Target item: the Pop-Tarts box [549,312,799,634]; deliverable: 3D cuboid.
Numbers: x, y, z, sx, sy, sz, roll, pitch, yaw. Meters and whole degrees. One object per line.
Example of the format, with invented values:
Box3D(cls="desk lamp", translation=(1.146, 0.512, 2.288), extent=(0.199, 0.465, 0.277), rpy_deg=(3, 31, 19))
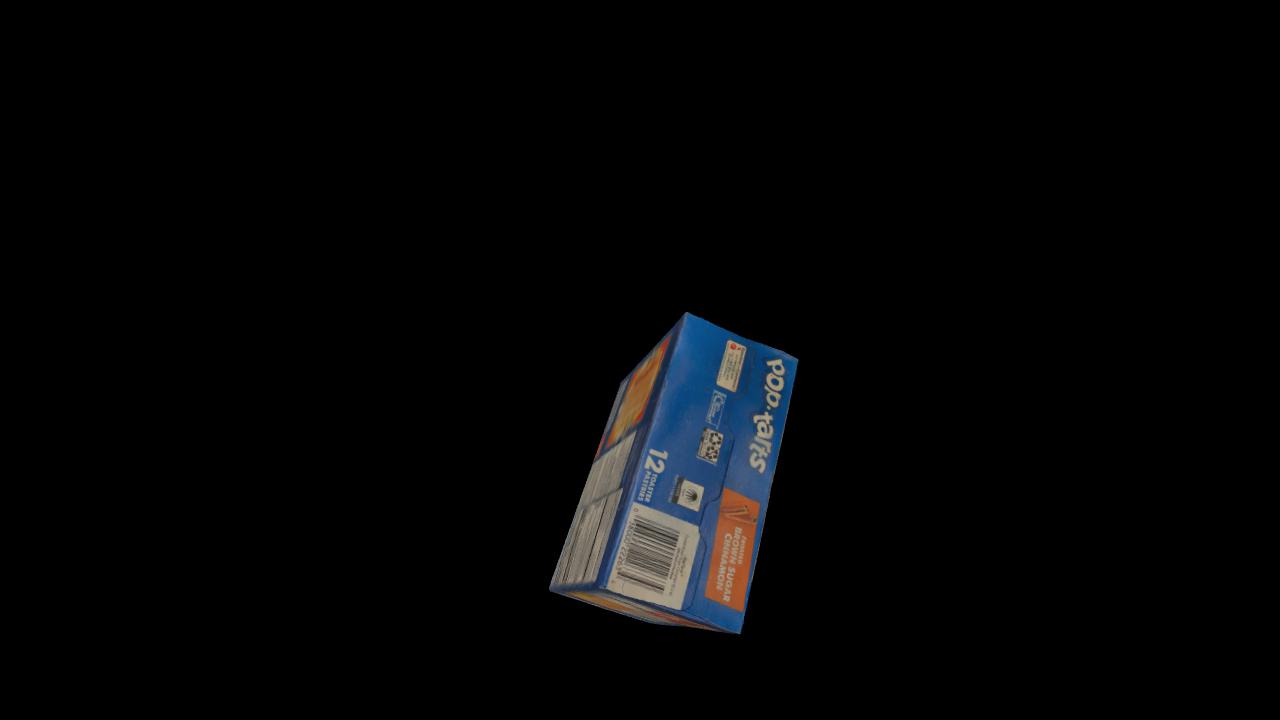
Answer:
Box3D(cls="Pop-Tarts box", translation=(0.019, 0.078, 0.400), extent=(0.083, 0.167, 0.141), rpy_deg=(24, -26, -10))
